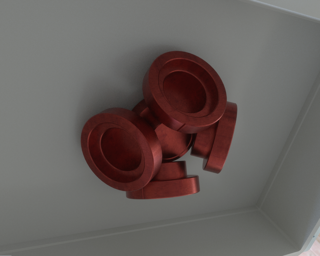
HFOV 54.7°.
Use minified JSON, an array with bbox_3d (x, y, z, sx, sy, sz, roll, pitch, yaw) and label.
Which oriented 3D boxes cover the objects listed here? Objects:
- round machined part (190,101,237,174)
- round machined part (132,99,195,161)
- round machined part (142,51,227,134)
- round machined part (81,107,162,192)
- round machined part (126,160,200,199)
[{"bbox_3d":[0.069,0.009,0.418,0.042,0.098,0.097,14,116,5],"label":"round machined part"},{"bbox_3d":[0.007,0.006,0.404,0.099,0.042,0.097,-14,125,-21],"label":"round machined part"},{"bbox_3d":[0.025,-0.038,0.363,0.099,0.098,0.042,-4,158,-27],"label":"round machined part"},{"bbox_3d":[-0.041,0.022,0.364,0.042,0.098,0.097,-39,144,-54],"label":"round machined part"},{"bbox_3d":[0.002,0.067,0.416,0.099,0.098,0.042,-2,83,-28],"label":"round machined part"}]
